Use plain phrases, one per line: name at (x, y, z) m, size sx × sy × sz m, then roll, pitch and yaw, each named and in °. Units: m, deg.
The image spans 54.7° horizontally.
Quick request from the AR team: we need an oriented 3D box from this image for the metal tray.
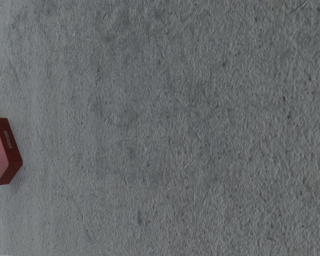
metal tray at (-0.359, 0.052, 0.698) m, size 0.090 × 0.030 × 0.130 m, roll -45°, pitch 63°, yaw 30°
